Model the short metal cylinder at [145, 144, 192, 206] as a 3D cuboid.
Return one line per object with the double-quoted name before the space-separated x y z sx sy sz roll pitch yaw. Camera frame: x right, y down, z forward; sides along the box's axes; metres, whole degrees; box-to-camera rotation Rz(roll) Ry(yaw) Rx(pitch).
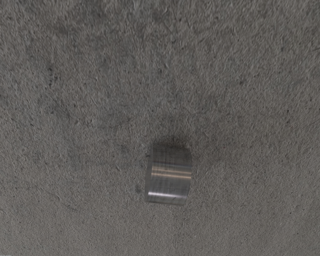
"short metal cylinder" 0.009 0.064 0.425 0.050 0.080 0.079 7 130 -6
